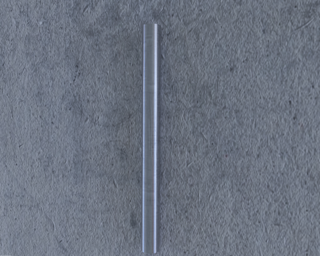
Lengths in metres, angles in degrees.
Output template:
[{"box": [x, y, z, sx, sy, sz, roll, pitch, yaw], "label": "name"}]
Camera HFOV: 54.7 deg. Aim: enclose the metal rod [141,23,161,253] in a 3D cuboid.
[{"box": [-0.012, 0.014, 0.413, 0.025, 0.025, 0.298, 0, 90, 19], "label": "metal rod"}]
